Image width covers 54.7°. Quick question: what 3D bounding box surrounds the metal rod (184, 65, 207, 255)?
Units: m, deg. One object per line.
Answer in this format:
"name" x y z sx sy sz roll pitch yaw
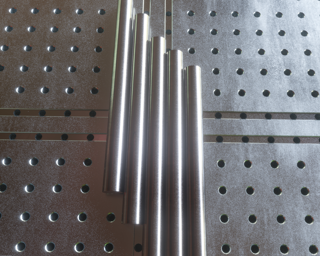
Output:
"metal rod" 0.044 0.057 0.390 0.025 0.025 0.299 1 70 0

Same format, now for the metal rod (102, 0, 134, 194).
"metal rod" -0.056 -0.061 0.433 0.025 0.025 0.299 1 70 0

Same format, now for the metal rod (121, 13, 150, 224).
"metal rod" -0.030 -0.026 0.420 0.025 0.025 0.299 1 70 0

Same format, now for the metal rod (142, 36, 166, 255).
"metal rod" -0.006 0.012 0.406 0.025 0.025 0.299 1 70 0

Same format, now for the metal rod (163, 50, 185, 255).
"metal rod" 0.019 0.033 0.399 0.025 0.025 0.299 1 70 0
